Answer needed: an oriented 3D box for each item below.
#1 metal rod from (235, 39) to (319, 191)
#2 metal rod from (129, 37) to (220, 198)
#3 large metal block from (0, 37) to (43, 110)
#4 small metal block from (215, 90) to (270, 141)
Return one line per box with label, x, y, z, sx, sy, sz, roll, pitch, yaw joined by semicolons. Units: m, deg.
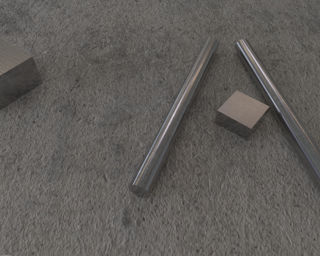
metal rod;0.168;-0.027;0.426;0.025;0.025;0.300;-9;51;-7
metal rod;0.032;-0.036;0.433;0.025;0.025;0.301;17;52;14
large metal block;-0.237;-0.080;0.453;0.080;0.050;0.080;31;56;23
small metal block;0.111;-0.018;0.419;0.050;0.025;0.050;32;57;24
